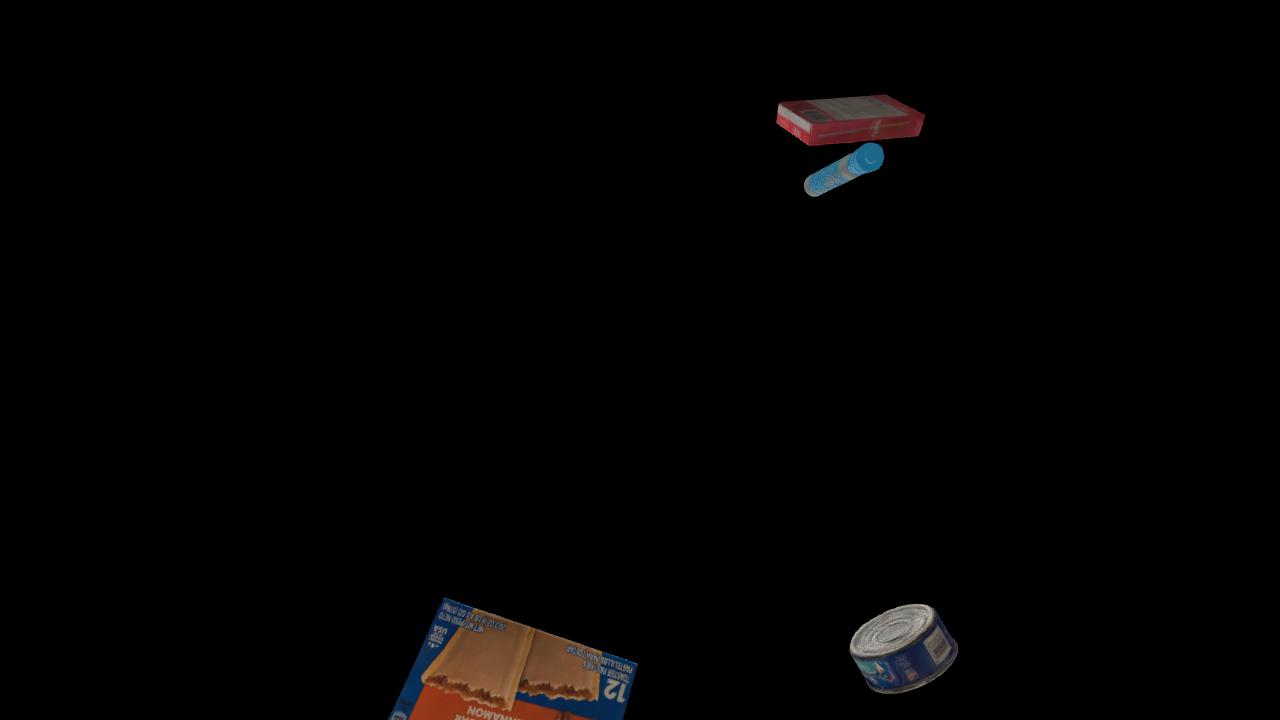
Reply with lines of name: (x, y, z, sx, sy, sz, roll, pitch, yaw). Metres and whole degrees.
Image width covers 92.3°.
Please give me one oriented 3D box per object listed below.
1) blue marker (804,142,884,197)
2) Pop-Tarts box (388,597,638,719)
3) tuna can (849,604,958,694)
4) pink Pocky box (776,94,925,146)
blue marker: (0.149, -0.139, 0.456, 0.020, 0.020, 0.121, 0, 7, -2)
Pop-Tarts box: (-0.102, 0.287, 0.480, 0.167, 0.141, 0.083, 16, -32, 7)
tuna can: (0.226, 0.248, 0.534, 0.084, 0.034, 0.084, -29, -8, -4)
pink Pocky box: (0.254, -0.293, 0.749, 0.155, 0.029, 0.084, -10, 41, -14)
